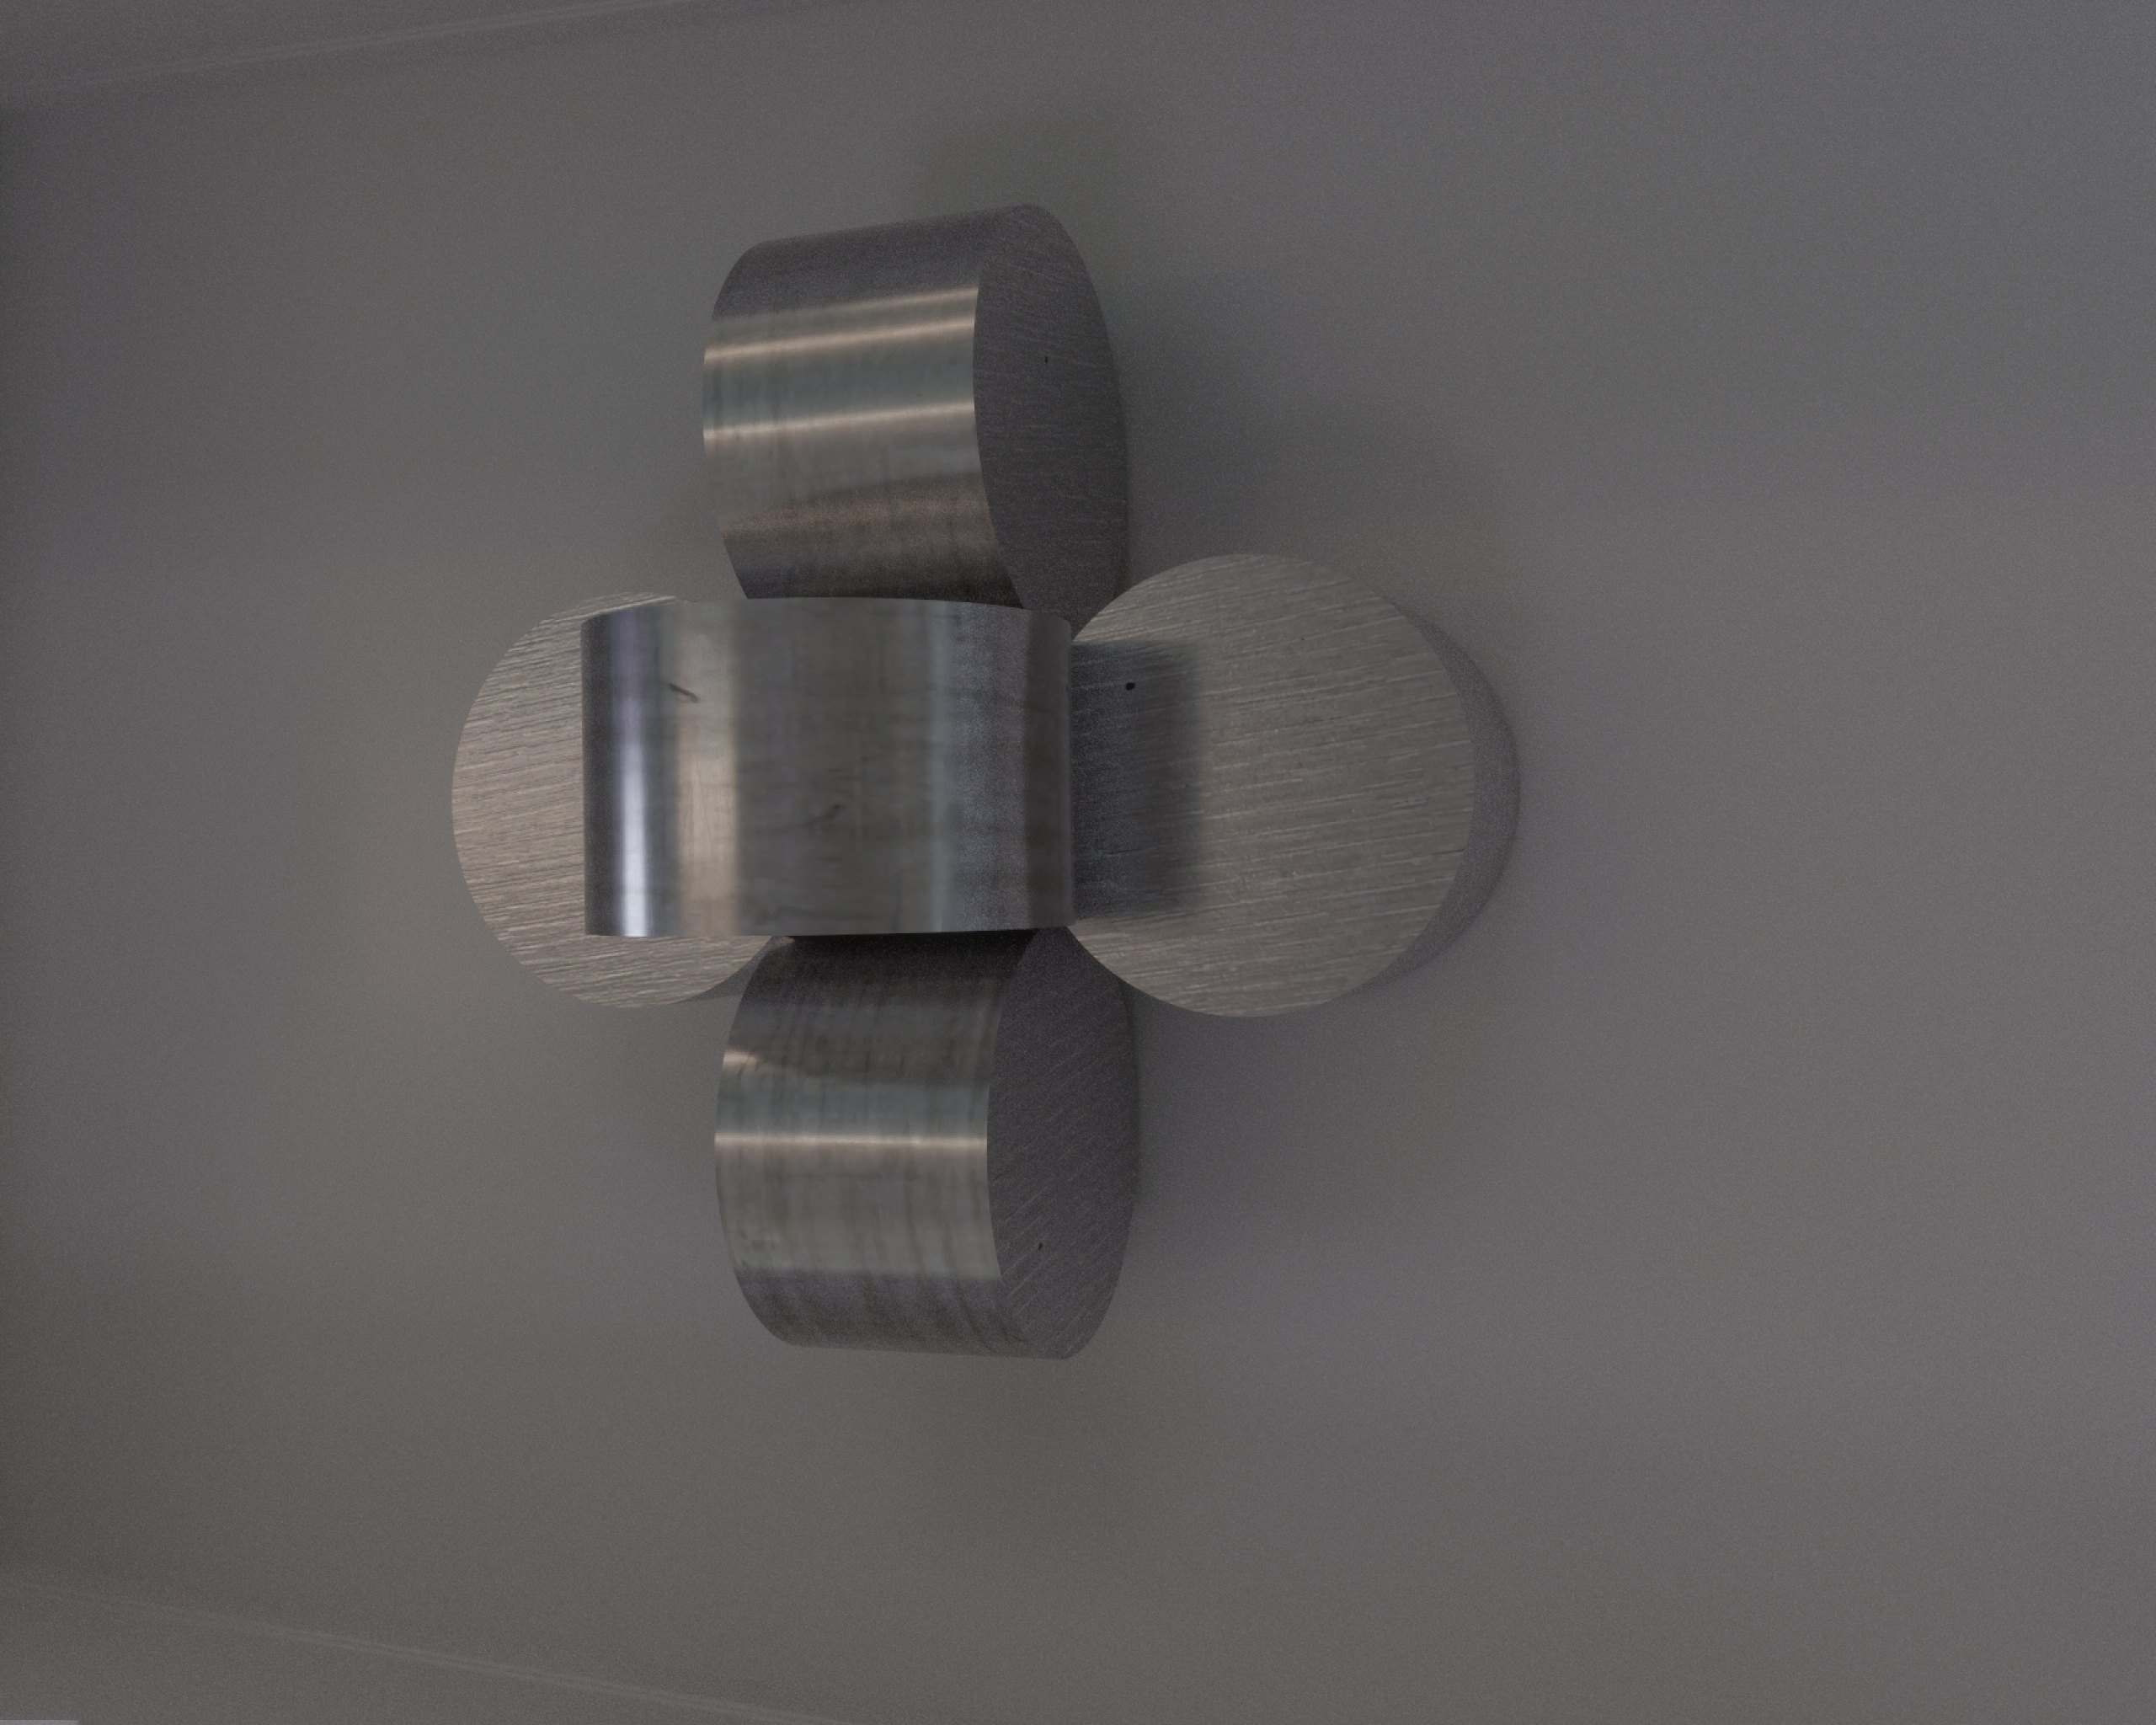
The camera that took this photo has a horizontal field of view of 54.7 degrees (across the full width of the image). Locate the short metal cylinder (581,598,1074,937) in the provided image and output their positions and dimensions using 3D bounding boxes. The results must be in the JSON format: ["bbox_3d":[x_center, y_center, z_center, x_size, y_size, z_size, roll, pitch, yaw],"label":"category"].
[{"bbox_3d":[-0.041,-0.014,0.347,0.080,0.080,0.050,-1,90,20],"label":"short metal cylinder"}]

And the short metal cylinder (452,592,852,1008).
[{"bbox_3d":[-0.077,-0.012,0.423,0.080,0.050,0.080,0,90,20],"label":"short metal cylinder"}]

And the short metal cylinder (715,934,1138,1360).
[{"bbox_3d":[-0.025,0.050,0.388,0.050,0.080,0.080,-2,90,19],"label":"short metal cylinder"}]

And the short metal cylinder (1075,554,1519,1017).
[{"bbox_3d":[0.036,-0.013,0.382,0.080,0.050,0.080,0,90,20],"label":"short metal cylinder"}]

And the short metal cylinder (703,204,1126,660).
[{"bbox_3d":[-0.027,-0.078,0.389,0.050,0.080,0.080,-2,90,19],"label":"short metal cylinder"}]
